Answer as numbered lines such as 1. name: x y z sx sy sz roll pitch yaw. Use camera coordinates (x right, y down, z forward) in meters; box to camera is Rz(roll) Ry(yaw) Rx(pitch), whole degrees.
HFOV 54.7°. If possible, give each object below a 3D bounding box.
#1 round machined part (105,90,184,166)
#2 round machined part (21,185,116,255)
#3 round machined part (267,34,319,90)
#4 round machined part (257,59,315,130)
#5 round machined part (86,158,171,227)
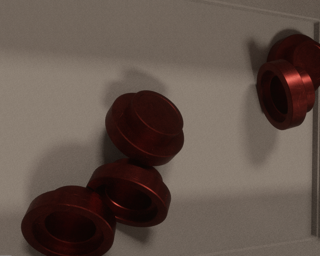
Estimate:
1. round machined part: -0.011 -0.007 0.370 0.099 0.042 0.098 23 40 -21
2. round machined part: -0.098 0.103 0.349 0.099 0.042 0.097 0 124 1
3. round machined part: 0.221 -0.099 0.483 0.099 0.042 0.097 0 90 -19
4. round machined part: 0.179 -0.049 0.436 0.042 0.098 0.097 -15 96 -5
5. round machined part: -0.034 0.074 0.370 0.098 0.098 0.042 37 42 -17
